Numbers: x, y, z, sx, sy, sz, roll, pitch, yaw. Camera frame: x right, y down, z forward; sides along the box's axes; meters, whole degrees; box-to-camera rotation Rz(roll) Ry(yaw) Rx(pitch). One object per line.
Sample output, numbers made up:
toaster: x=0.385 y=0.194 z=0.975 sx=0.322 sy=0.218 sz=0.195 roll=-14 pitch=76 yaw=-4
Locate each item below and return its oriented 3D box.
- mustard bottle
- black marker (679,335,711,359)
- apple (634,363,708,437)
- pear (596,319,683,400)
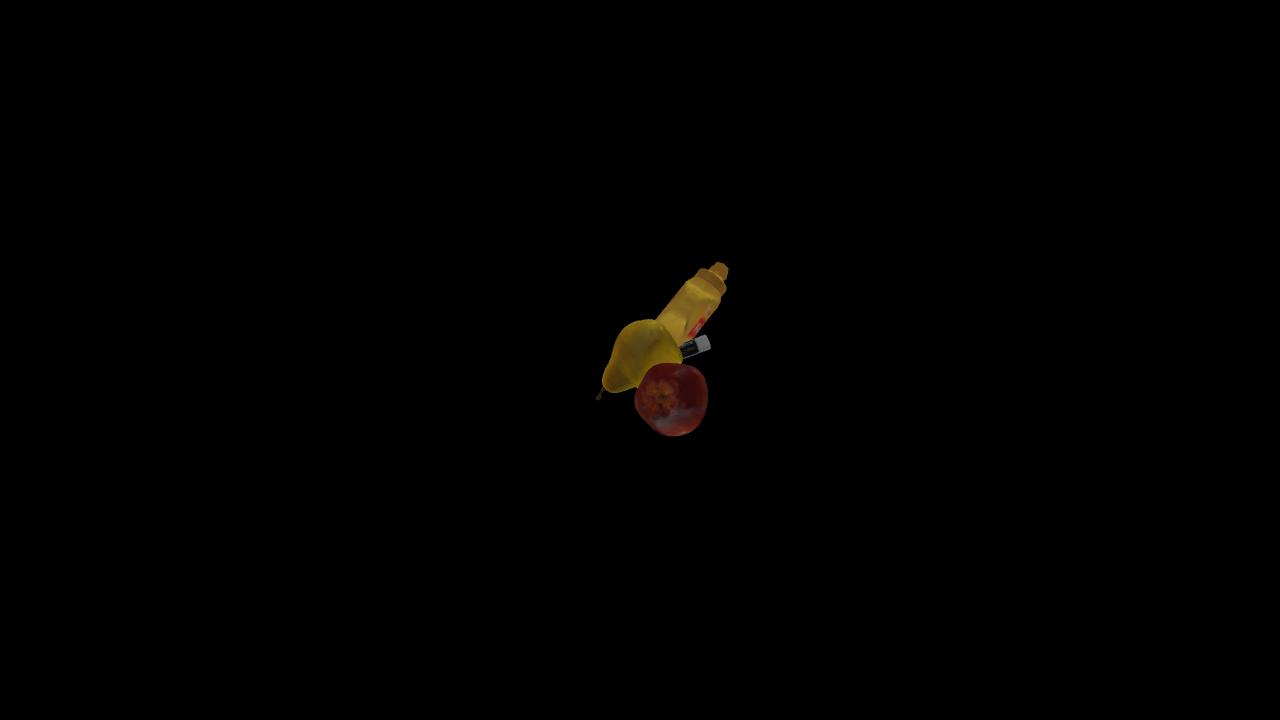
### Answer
mustard bottle: x=0.049 y=-0.046 z=0.746 sx=0.054 sy=0.184 sz=0.092 roll=34 pitch=-10 yaw=18
black marker: x=0.024 y=0.000 z=0.719 sx=0.121 sy=0.020 sz=0.020 roll=-21 pitch=2 yaw=-5
apple: x=0.034 y=0.040 z=0.640 sx=0.079 sy=0.079 sz=0.093 roll=0 pitch=-9 yaw=20
pear: x=-0.011 y=0.005 z=0.677 sx=0.111 sy=0.080 sz=0.080 roll=-33 pitch=-3 yaw=5
